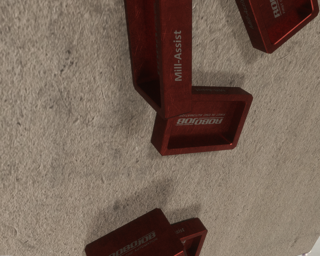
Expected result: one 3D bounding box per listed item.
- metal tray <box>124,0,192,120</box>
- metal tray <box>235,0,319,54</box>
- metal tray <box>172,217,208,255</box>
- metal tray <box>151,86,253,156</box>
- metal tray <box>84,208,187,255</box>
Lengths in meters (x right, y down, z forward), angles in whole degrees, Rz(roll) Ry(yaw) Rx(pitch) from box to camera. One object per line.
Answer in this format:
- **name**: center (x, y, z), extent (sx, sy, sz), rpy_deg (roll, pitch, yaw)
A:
- **metal tray**: center (-0.003, -0.085, 0.311), extent (0.030, 0.090, 0.129), rpy_deg (-17, 125, -19)
- **metal tray**: center (0.140, -0.168, 0.377), extent (0.090, 0.030, 0.130), rpy_deg (-40, 130, -2)
- **metal tray**: center (0.013, 0.211, 0.535), extent (0.131, 0.030, 0.089), rpy_deg (-9, 127, -27)
- **metal tray**: center (0.059, -0.011, 0.430), extent (0.131, 0.030, 0.089), rpy_deg (-3, 120, -28)
- **metal tray**: center (-0.037, 0.187, 0.461), extent (0.131, 0.090, 0.030), rpy_deg (-25, 128, -13)
